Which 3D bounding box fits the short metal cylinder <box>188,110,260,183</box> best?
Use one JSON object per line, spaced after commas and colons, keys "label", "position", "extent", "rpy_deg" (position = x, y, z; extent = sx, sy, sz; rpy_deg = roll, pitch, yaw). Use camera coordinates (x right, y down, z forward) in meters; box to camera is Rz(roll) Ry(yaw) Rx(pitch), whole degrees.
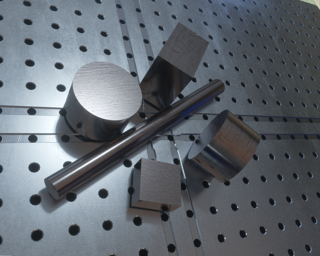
{"label": "short metal cylinder", "position": [0.081, 0.023, 0.398], "extent": [0.050, 0.080, 0.080], "rpy_deg": [38, 51, -4]}

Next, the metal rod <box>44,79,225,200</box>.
{"label": "metal rod", "position": [-0.008, -0.003, 0.401], "extent": [0.302, 0.025, 0.025], "rpy_deg": [-32, 80, -38]}

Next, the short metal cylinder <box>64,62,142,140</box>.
{"label": "short metal cylinder", "position": [-0.068, -0.032, 0.370], "extent": [0.081, 0.050, 0.080], "rpy_deg": [14, 56, -21]}

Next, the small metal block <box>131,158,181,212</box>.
{"label": "small metal block", "position": [-0.004, 0.067, 0.361], "extent": [0.050, 0.025, 0.050], "rpy_deg": [14, 56, -21]}

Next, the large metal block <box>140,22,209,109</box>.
{"label": "large metal block", "position": [0.016, -0.083, 0.428], "extent": [0.050, 0.080, 0.080], "rpy_deg": [32, 52, -8]}
